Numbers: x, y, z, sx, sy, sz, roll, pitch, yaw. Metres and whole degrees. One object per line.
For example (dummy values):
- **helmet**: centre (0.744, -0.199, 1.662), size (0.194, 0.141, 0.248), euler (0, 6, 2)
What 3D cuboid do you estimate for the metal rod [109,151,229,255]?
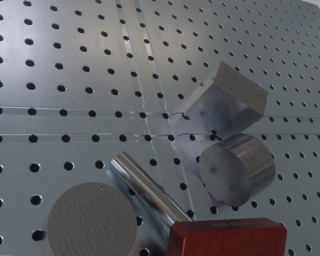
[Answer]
- **metal rod**: centre (0.057, 0.136, 0.326), size (0.300, 0.025, 0.025), euler (44, 50, 13)

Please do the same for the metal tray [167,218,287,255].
- **metal tray**: centre (0.070, 0.145, 0.326), size (0.131, 0.030, 0.089), euler (6, 92, -25)

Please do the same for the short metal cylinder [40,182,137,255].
- **short metal cylinder**: centre (-0.068, 0.098, 0.295), size (0.081, 0.050, 0.080), euler (14, 56, -21)

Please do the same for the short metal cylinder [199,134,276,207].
- **short metal cylinder**: centre (0.096, 0.052, 0.392), size (0.050, 0.080, 0.080), euler (-21, 73, -36)

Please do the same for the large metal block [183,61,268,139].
- **large metal block**: centre (0.093, -0.035, 0.444), size (0.080, 0.080, 0.050), euler (32, 52, -8)
